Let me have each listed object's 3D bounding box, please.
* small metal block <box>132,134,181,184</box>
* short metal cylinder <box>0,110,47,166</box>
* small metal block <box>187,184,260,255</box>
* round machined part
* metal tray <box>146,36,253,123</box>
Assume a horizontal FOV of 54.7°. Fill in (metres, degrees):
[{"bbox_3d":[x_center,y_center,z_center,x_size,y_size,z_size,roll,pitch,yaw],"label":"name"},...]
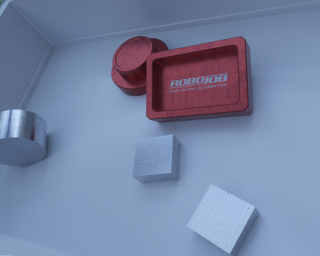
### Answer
[{"bbox_3d":[-0.003,0.039,0.383,0.050,0.025,0.050,-9,58,22],"label":"small metal block"},{"bbox_3d":[-0.215,0.016,0.471,0.080,0.080,0.050,-22,54,14],"label":"short metal cylinder"},{"bbox_3d":[0.064,0.093,0.314,0.050,0.025,0.050,24,74,36],"label":"small metal block"},{"bbox_3d":[-0.033,-0.101,0.472,0.098,0.042,0.098,-13,56,20],"label":"round machined part"},{"bbox_3d":[0.047,-0.057,0.392,0.130,0.030,0.090,-4,80,25],"label":"metal tray"}]
